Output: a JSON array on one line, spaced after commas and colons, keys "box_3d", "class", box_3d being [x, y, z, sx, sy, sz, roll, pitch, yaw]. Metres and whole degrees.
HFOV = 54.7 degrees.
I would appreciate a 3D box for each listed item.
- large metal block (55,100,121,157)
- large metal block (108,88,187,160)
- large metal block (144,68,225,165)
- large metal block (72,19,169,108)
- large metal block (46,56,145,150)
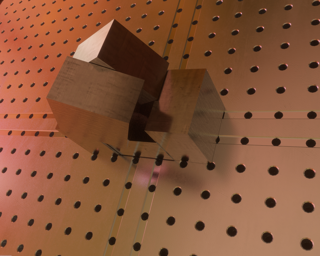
[{"box_3d": [-0.083, -0.014, 0.424, 0.050, 0.080, 0.080, 2, 63, 29], "class": "large metal block"}, {"box_3d": [-0.018, -0.008, 0.403, 0.080, 0.050, 0.080, 3, 63, 29], "class": "large metal block"}, {"box_3d": [0.033, -0.012, 0.361, 0.050, 0.080, 0.080, 4, 64, 30], "class": "large metal block"}, {"box_3d": [-0.051, -0.066, 0.357, 0.080, 0.080, 0.050, -12, 53, 48], "class": "large metal block"}, {"box_3d": [-0.066, -0.023, 0.334, 0.080, 0.080, 0.050, 17, 67, -1], "class": "large metal block"}]
